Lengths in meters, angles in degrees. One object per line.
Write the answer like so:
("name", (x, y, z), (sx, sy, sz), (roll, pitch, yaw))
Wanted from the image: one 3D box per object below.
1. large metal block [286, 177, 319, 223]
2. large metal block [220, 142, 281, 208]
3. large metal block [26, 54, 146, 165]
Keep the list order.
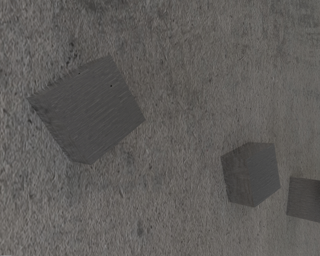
("large metal block", (0.312, 0.146, 0.630), (0.050, 0.080, 0.080), (15, 80, -39))
("large metal block", (0.152, 0.074, 0.516), (0.081, 0.050, 0.080), (-20, 103, -38))
("large metal block", (-0.075, -0.019, 0.326), (0.080, 0.050, 0.080), (-42, 115, -32))
